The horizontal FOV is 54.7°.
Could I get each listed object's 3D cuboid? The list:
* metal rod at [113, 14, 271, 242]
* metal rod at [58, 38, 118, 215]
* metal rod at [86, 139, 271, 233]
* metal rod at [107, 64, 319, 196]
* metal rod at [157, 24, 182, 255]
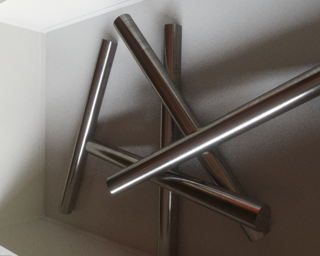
[{"bbox_3d":[0.028,-0.013,0.357,0.025,0.025,0.299,-41,73,32],"label":"metal rod"},{"bbox_3d":[-0.120,0.006,0.503,0.025,0.025,0.298,29,108,36],"label":"metal rod"},{"bbox_3d":[-0.008,0.054,0.378,0.300,0.025,0.025,14,99,48],"label":"metal rod"},{"bbox_3d":[0.066,0.000,0.310,0.300,0.025,0.025,-29,71,22],"label":"metal rod"},{"bbox_3d":[0.012,0.021,0.395,0.025,0.025,0.298,2,91,39],"label":"metal rod"}]
